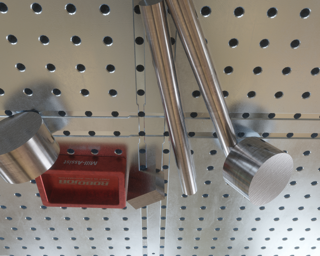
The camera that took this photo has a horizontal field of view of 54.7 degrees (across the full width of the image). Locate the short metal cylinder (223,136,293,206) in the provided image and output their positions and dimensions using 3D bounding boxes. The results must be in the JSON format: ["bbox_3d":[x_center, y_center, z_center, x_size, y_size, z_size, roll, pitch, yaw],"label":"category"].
[{"bbox_3d":[0.134,0.058,0.424,0.081,0.050,0.079,-15,121,-26],"label":"short metal cylinder"}]

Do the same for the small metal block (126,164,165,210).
[{"bbox_3d":[-0.021,0.089,0.471,0.050,0.050,0.025,-25,126,19],"label":"small metal block"}]

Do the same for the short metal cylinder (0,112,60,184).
[{"bbox_3d":[-0.177,0.024,0.393,0.080,0.080,0.050,-11,129,8],"label":"short metal cylinder"}]

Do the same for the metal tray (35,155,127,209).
[{"bbox_3d":[-0.118,0.084,0.478,0.131,0.030,0.089,2,130,-3],"label":"metal tray"}]

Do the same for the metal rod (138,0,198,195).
[{"bbox_3d":[0.019,-0.014,0.400,0.025,0.025,0.298,-9,130,7],"label":"metal rod"}]

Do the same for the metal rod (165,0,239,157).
[{"bbox_3d":[0.056,-0.055,0.365,0.025,0.025,0.299,-17,128,14],"label":"metal rod"}]
